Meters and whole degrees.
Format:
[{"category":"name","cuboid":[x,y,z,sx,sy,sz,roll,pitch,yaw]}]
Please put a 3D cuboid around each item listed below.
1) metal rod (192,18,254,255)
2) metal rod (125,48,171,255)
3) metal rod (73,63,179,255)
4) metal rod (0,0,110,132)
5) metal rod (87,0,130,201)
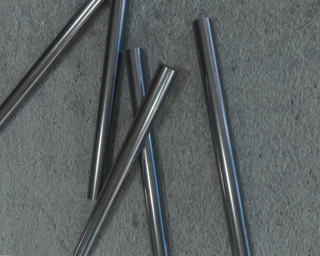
[{"category":"metal rod","cuboid":[0.077,0.013,0.381,0.025,0.025,0.298,-10,87,20]},{"category":"metal rod","cuboid":[-0.015,0.043,0.414,0.025,0.025,0.298,-9,87,20]},{"category":"metal rod","cuboid":[-0.052,0.057,0.406,0.025,0.025,0.298,31,108,17]},{"category":"metal rod","cuboid":[-0.184,-0.087,0.473,0.299,0.025,0.025,-44,76,14]},{"category":"metal rod","cuboid":[-0.072,-0.048,0.434,0.025,0.025,0.298,9,93,20]}]
